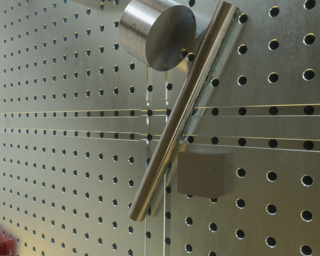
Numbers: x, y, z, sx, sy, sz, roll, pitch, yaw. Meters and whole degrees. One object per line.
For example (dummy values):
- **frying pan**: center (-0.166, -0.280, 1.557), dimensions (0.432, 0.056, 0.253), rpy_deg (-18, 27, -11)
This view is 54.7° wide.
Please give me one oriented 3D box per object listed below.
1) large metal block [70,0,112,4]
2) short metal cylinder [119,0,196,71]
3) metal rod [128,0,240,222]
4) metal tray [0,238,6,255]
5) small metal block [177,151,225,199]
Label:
- **large metal block**: center (-0.115, -0.245, 0.489), dimensions (0.080, 0.050, 0.079), rpy_deg (15, 100, 39)
- **short metal cylinder**: center (-0.002, -0.116, 0.376), dimensions (0.050, 0.081, 0.079), rpy_deg (39, 114, 33)
- **metal rod**: center (0.022, -0.007, 0.391), dimensions (0.025, 0.025, 0.298), rpy_deg (36, 112, 34)
- **metal tray**: center (-0.425, 0.303, 0.758), dimensions (0.130, 0.030, 0.089), rpy_deg (11, 97, 39)
- **small metal block**: center (0.049, 0.054, 0.369), dimensions (0.050, 0.025, 0.050), rpy_deg (1, 90, 40)
